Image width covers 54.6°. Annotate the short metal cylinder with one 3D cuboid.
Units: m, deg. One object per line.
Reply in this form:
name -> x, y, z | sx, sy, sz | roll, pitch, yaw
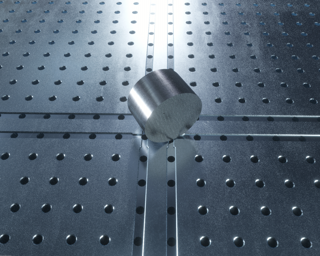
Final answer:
short metal cylinder -> 0.006, -0.028, 0.394 | 0.081, 0.080, 0.050 | -22, 53, -18
